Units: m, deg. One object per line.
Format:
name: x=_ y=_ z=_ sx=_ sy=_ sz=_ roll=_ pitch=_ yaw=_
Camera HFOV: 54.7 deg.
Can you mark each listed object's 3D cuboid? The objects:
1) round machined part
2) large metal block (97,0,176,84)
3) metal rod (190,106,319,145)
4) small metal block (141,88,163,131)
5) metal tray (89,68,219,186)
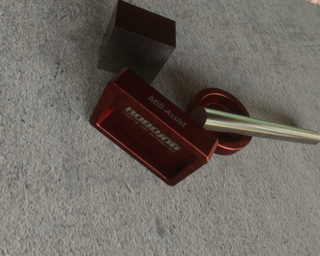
round machined part: x=0.079 y=-0.005 z=0.438 sx=0.099 sy=0.042 sz=0.098 roll=14 pitch=56 yaw=-21
large metal block: x=-0.033 y=-0.113 z=0.420 sx=0.081 sy=0.080 sz=0.050 roll=14 pitch=56 yaw=-21
metal rod: x=0.154 y=0.003 z=0.438 sx=0.302 sy=0.025 sz=0.025 roll=7 pitch=58 yaw=-41
small metal block: x=-0.017 y=-0.023 z=0.409 sx=0.050 sy=0.025 sz=0.050 roll=36 pitch=51 yaw=-4
metal tray: x=-0.011 y=0.004 z=0.353 sx=0.130 sy=0.090 sz=0.030 roll=38 pitch=51 yaw=-3
